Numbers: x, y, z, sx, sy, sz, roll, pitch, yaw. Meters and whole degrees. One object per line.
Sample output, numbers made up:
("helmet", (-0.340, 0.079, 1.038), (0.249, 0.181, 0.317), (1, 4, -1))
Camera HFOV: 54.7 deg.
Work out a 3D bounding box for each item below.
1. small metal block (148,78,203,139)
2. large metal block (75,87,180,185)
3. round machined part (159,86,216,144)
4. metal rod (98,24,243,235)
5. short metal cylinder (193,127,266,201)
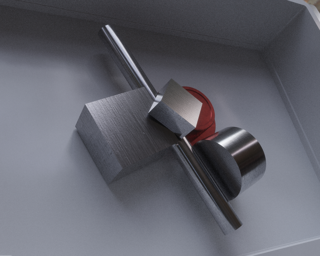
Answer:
("small metal block", (0.020, -0.024, 0.368), (0.050, 0.025, 0.050), (37, 39, -12))
("large metal block", (-0.039, 0.007, 0.361), (0.081, 0.050, 0.080), (-23, 74, -36))
("round machined part", (0.035, -0.018, 0.424), (0.099, 0.042, 0.098), (14, 56, -21))
("metal rod", (0.006, -0.008, 0.386), (0.025, 0.025, 0.299), (-23, 74, -37))
("short metal cylinder", (0.083, 0.044, 0.388), (0.050, 0.080, 0.080), (-23, 74, -37))
